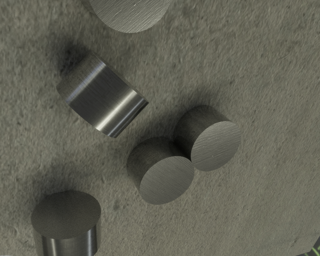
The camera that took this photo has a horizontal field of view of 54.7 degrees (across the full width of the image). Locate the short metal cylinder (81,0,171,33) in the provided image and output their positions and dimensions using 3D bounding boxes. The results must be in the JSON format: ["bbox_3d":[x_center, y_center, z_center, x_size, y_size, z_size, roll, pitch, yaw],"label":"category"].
[{"bbox_3d":[-0.034,-0.135,0.289,0.081,0.050,0.079,-14,125,-21],"label":"short metal cylinder"}]

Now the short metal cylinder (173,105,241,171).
[{"bbox_3d":[0.066,0.014,0.438,0.081,0.050,0.079,-14,124,-21],"label":"short metal cylinder"}]

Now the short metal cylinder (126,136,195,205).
[{"bbox_3d":[0.000,0.059,0.429,0.081,0.050,0.079,-14,125,-21],"label":"short metal cylinder"}]

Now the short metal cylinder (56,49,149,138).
[{"bbox_3d":[-0.058,-0.035,0.319,0.050,0.080,0.080,-47,130,4],"label":"short metal cylinder"}]

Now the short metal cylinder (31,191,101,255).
[{"bbox_3d":[-0.114,0.124,0.386,0.081,0.080,0.050,-9,122,-24],"label":"short metal cylinder"}]
